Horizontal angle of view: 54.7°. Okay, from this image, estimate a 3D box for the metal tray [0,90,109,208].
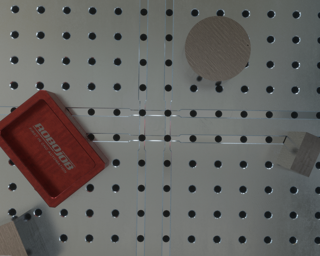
[{"bbox_3d":[-0.143,0.026,0.408,0.090,0.030,0.130,-39,91,-1],"label":"metal tray"}]

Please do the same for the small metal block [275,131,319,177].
[{"bbox_3d":[0.180,0.032,0.403,0.025,0.050,0.050,24,90,0],"label":"small metal block"}]

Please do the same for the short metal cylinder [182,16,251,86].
[{"bbox_3d":[0.070,-0.097,0.402,0.081,0.050,0.079,0,90,-1],"label":"short metal cylinder"}]

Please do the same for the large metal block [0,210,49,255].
[{"bbox_3d":[-0.199,0.164,0.398,0.080,0.050,0.080,-22,90,-1],"label":"large metal block"}]
